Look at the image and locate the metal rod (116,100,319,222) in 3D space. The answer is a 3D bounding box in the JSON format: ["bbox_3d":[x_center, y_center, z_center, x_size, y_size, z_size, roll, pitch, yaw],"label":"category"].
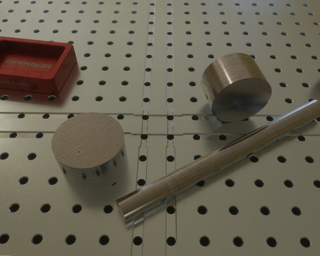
[{"bbox_3d":[0.088,0.031,0.381,0.302,0.025,0.025,-24,54,-19],"label":"metal rod"}]

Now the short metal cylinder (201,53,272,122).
[{"bbox_3d":[0.101,-0.053,0.417,0.081,0.080,0.050,-9,51,-7],"label":"short metal cylinder"}]

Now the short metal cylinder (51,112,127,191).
[{"bbox_3d":[-0.081,0.027,0.368,0.080,0.050,0.080,0,50,0],"label":"short metal cylinder"}]

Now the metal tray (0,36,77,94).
[{"bbox_3d":[-0.210,-0.101,0.487,0.131,0.030,0.090,7,50,6],"label":"metal tray"}]
